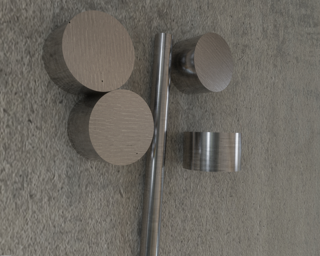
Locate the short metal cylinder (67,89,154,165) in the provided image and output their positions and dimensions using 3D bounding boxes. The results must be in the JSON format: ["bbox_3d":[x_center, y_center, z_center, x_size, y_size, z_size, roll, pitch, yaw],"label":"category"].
[{"bbox_3d":[-0.054,-0.001,0.343,0.081,0.050,0.079,0,90,-40],"label":"short metal cylinder"}]

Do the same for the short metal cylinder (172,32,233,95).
[{"bbox_3d":[0.058,-0.089,0.437,0.081,0.050,0.079,0,90,-40],"label":"short metal cylinder"}]

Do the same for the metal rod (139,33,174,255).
[{"bbox_3d":[-0.005,0.028,0.400,0.025,0.025,0.298,7,86,-40],"label":"metal rod"}]

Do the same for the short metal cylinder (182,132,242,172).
[{"bbox_3d":[0.072,0.031,0.429,0.081,0.080,0.050,2,89,-40],"label":"short metal cylinder"}]

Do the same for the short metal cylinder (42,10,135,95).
[{"bbox_3d":[-0.074,-0.076,0.326,0.081,0.050,0.079,0,90,-40],"label":"short metal cylinder"}]
